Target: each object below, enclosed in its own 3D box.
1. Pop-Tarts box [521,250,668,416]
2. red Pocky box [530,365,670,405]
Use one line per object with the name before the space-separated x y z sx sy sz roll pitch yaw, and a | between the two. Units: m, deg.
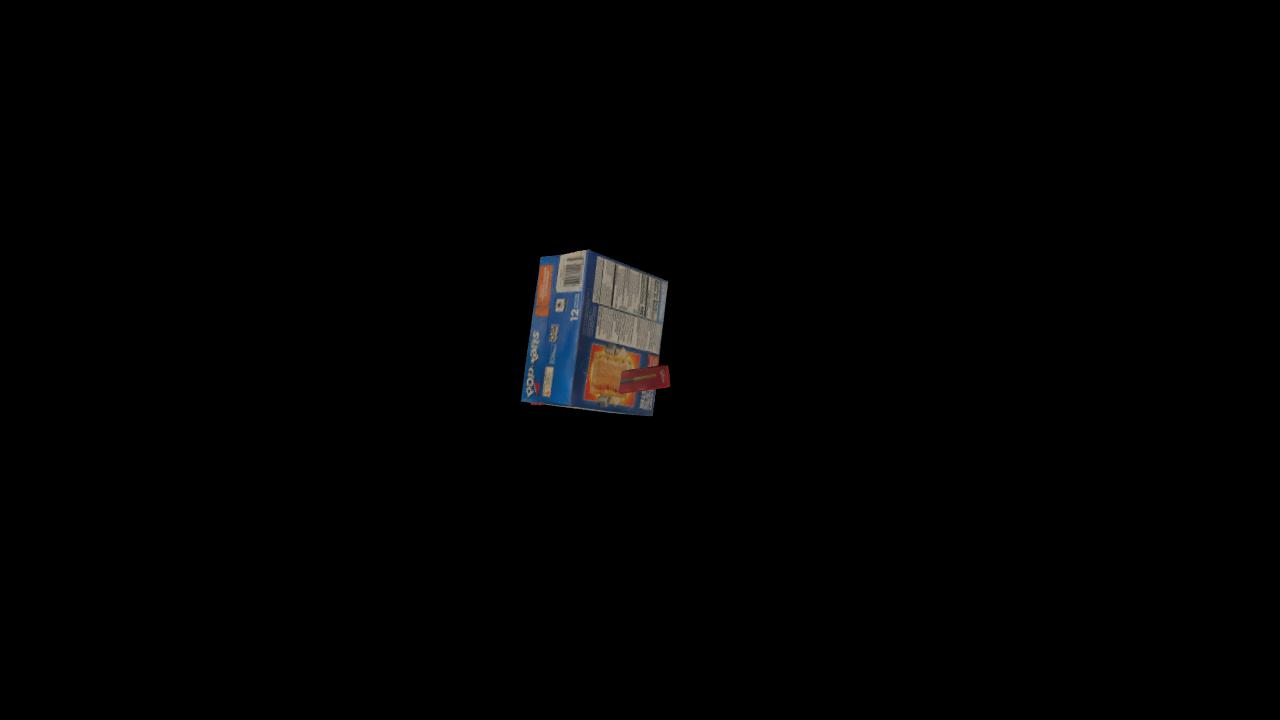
Pop-Tarts box | -0.049 -0.025 0.710 0.083 0.167 0.141 3 -6 41
red Pocky box | -0.049 0.030 0.715 0.155 0.028 0.083 -7 -2 -16
